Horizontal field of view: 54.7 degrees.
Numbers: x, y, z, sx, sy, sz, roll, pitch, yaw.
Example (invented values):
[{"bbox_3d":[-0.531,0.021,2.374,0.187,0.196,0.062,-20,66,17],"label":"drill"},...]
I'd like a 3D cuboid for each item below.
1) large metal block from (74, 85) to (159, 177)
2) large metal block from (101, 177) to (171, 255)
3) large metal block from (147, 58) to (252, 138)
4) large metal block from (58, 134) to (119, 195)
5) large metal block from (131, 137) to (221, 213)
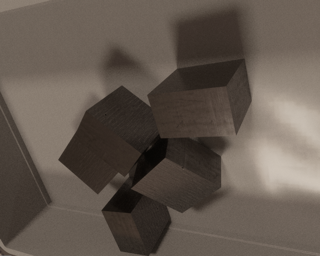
[{"bbox_3d":[-0.047,0.002,0.397,0.080,0.080,0.050,38,129,3],"label":"large metal block"},{"bbox_3d":[-0.033,0.130,0.469,0.050,0.080,0.080,-4,116,30],"label":"large metal block"},{"bbox_3d":[0.046,-0.032,0.329,0.080,0.080,0.050,-3,117,29],"label":"large metal block"},{"bbox_3d":[-0.093,0.040,0.464,0.080,0.050,0.080,42,129,-1],"label":"large metal block"},{"bbox_3d":[0.021,0.057,0.400,0.080,0.050,0.080,30,131,-17],"label":"large metal block"}]
